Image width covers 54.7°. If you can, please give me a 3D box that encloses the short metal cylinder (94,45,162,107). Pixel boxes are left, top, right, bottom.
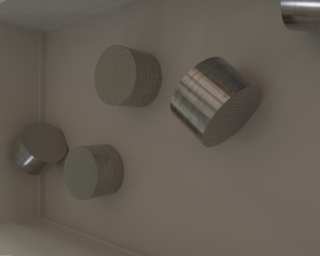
[{"bbox_3d":[-0.044,-0.069,0.425,0.080,0.050,0.079,0,90,39],"label":"short metal cylinder"}]

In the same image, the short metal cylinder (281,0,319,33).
[{"bbox_3d":[0.141,-0.119,0.254,0.050,0.081,0.079,21,103,38],"label":"short metal cylinder"}]

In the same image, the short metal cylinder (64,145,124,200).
[{"bbox_3d":[-0.101,0.065,0.471,0.080,0.050,0.079,0,90,39],"label":"short metal cylinder"}]

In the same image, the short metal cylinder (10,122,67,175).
[{"bbox_3d":[-0.212,0.036,0.542,0.050,0.081,0.080,-38,67,33],"label":"short metal cylinder"}]

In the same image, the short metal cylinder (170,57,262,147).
[{"bbox_3d":[0.058,-0.026,0.322,0.050,0.081,0.080,47,118,29],"label":"short metal cylinder"}]
